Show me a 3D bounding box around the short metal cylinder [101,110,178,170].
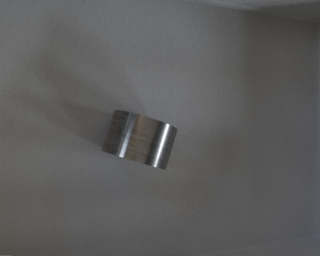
[{"bbox_3d":[-0.024,0.015,0.373,0.081,0.080,0.050,19,84,-20],"label":"short metal cylinder"}]
